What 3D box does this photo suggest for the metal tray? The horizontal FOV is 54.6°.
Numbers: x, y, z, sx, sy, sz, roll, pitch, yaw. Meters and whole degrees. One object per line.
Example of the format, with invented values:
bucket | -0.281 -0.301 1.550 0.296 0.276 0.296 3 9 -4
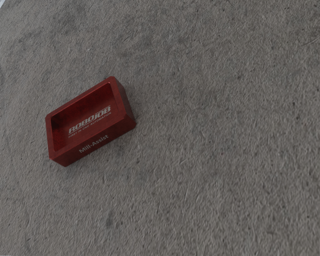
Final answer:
metal tray | -0.107 -0.011 0.464 0.130 0.030 0.090 -29 52 9
